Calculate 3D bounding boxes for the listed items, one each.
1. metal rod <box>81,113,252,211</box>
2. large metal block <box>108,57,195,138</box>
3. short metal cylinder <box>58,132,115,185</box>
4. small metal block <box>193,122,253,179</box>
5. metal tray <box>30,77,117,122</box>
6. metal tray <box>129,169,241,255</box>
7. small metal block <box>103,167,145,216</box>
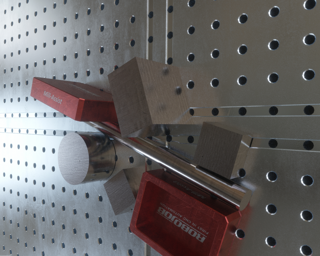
[{"bbox_3d":[-0.017,0.027,0.423,0.300,0.025,0.025,25,106,37],"label":"metal rod"},{"bbox_3d":[-0.010,-0.034,0.383,0.050,0.081,0.080,-23,75,38],"label":"large metal block"},{"bbox_3d":[-0.116,0.046,0.488,0.080,0.050,0.080,0,90,40],"label":"short metal cylinder"},{"bbox_3d":[0.070,0.024,0.351,0.050,0.025,0.050,22,104,38],"label":"small metal block"},{"bbox_3d":[-0.120,-0.043,0.465,0.130,0.091,0.030,24,105,37],"label":"metal tray"},{"bbox_3d":[0.025,0.117,0.385,0.130,0.030,0.089,23,105,37],"label":"metal tray"},{"bbox_3d":[-0.050,0.092,0.452,0.050,0.025,0.050,-39,66,33],"label":"small metal block"}]
